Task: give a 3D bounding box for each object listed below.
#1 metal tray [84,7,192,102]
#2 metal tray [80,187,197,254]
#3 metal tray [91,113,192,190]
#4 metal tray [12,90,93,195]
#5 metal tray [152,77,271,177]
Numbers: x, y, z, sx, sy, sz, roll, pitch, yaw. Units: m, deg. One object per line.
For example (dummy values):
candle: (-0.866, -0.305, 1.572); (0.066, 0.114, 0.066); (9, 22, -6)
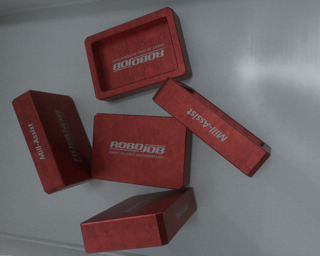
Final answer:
metal tray: (-0.031, -0.095, 0.416); (0.130, 0.030, 0.090); (-14, 85, 19)
metal tray: (-0.017, 0.101, 0.357); (0.090, 0.130, 0.030); (-13, 86, 19)
metal tray: (-0.026, 0.028, 0.413); (0.130, 0.030, 0.089); (4, 91, 19)
metal tray: (-0.136, 0.017, 0.420); (0.030, 0.090, 0.129); (-26, 82, 17)
metal tray: (0.062, -0.004, 0.351); (0.130, 0.090, 0.030); (40, 103, 15)
